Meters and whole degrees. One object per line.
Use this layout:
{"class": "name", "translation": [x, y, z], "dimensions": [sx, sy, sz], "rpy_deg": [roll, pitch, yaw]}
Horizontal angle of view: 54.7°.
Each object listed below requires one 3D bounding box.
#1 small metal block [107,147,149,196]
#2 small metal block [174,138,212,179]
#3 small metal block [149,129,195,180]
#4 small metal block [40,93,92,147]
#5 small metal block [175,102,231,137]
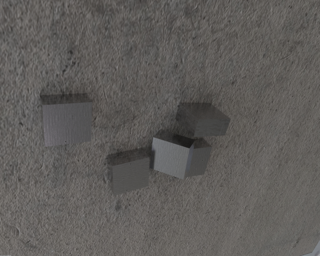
{"class": "small metal block", "translation": [-0.043, 0.059, 0.419], "dimensions": [0.050, 0.025, 0.050], "rpy_deg": [-12, 124, -22]}
{"class": "small metal block", "translation": [0.044, 0.045, 0.458], "dimensions": [0.050, 0.025, 0.050], "rpy_deg": [-4, 120, -27]}
{"class": "small metal block", "translation": [0.016, 0.035, 0.419], "dimensions": [0.025, 0.050, 0.050], "rpy_deg": [-47, 149, -56]}
{"class": "small metal block", "translation": [-0.104, -0.010, 0.344], "dimensions": [0.050, 0.025, 0.050], "rpy_deg": [-6, 121, -25]}
{"class": "small metal block", "translation": [0.056, -0.012, 0.414], "dimensions": [0.050, 0.050, 0.025], "rpy_deg": [-2, 119, -28]}
